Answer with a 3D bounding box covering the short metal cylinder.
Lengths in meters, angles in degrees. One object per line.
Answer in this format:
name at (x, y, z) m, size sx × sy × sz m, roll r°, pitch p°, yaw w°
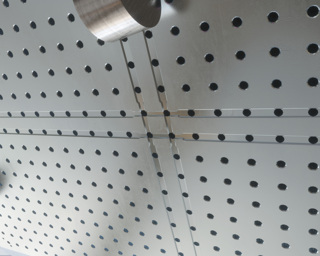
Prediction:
short metal cylinder at (-0.042, -0.134, 0.315) m, size 0.050 × 0.080 × 0.080 m, roll -10°, pitch 113°, yaw 32°
